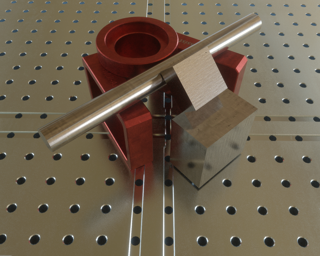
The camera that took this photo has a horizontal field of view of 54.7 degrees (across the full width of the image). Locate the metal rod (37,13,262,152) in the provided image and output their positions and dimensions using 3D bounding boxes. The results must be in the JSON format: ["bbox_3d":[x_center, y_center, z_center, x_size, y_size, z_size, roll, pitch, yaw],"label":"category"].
[{"bbox_3d":[0.010,-0.064,0.344,0.302,0.025,0.025,-33,58,-25],"label":"metal rod"}]

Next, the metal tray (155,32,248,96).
[{"bbox_3d":[0.046,-0.076,0.429,0.130,0.089,0.030,25,55,19],"label":"metal tray"}]

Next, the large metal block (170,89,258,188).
[{"bbox_3d":[0.059,0.010,0.360,0.080,0.080,0.050,-34,58,-25],"label":"large metal block"}]

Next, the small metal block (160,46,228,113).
[{"bbox_3d":[0.037,-0.051,0.328,0.050,0.050,0.025,-35,14,-26],"label":"small metal block"}]

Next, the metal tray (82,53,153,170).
[{"bbox_3d":[-0.053,-0.023,0.384,0.030,0.089,0.130,-23,54,-18],"label":"metal tray"}]

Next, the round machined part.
[{"bbox_3d":[-0.027,-0.094,0.385,0.099,0.042,0.098,0,50,0],"label":"round machined part"}]
